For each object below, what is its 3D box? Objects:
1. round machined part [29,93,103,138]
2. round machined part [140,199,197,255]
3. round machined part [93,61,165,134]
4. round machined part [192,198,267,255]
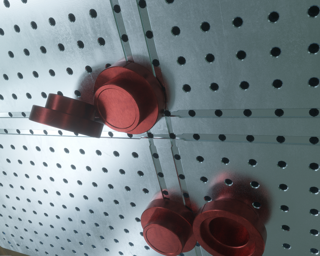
[{"bbox_3d":[-0.126,-0.019,0.433,0.098,0.098,0.042,14,87,20],"label":"round machined part"},{"bbox_3d":[0.012,0.165,0.497,0.098,0.042,0.097,13,124,21],"label":"round machined part"},{"bbox_3d":[-0.046,-0.033,0.405,0.098,0.042,0.097,13,124,21],"label":"round machined part"},{"bbox_3d":[0.099,0.138,0.434,0.098,0.042,0.097,13,124,21],"label":"round machined part"}]
